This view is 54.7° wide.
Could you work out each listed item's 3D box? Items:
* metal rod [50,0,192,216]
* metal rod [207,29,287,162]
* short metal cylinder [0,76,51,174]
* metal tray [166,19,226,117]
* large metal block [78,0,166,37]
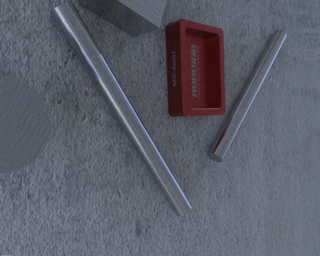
[{"bbox_3d":[-0.035,-0.006,0.377,0.025,0.025,0.299,-44,117,-31],"label":"metal rod"},{"bbox_3d":[0.160,-0.068,0.541,0.025,0.025,0.300,49,61,-30],"label":"metal rod"},{"bbox_3d":[-0.144,-0.003,0.269,0.081,0.050,0.079,0,90,-40],"label":"short metal cylinder"},{"bbox_3d":[0.054,-0.082,0.448,0.091,0.030,0.129,-4,93,-40],"label":"metal tray"},{"bbox_3d":[-0.037,-0.165,0.359,0.080,0.050,0.080,22,76,-38],"label":"large metal block"}]
